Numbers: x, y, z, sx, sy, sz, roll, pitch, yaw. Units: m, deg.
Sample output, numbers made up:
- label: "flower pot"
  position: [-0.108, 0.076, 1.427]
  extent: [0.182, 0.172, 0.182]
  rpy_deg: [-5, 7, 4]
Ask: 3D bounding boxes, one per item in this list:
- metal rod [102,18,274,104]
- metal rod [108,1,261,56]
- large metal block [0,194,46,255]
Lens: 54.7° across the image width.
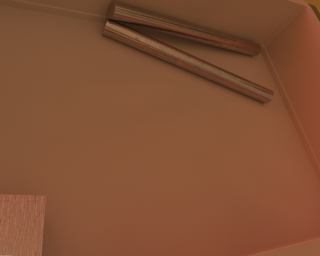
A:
- label: "metal rod"
  position: [0.055, -0.102, 0.499]
  extent: [0.302, 0.025, 0.025]
  rpy_deg: [19, 54, -17]
- label: "metal rod"
  position: [0.059, -0.160, 0.521]
  extent: [0.302, 0.025, 0.025]
  rpy_deg: [4, 60, -32]
- label: "large metal block"
  position: [-0.142, 0.100, 0.252]
  extent: [0.081, 0.050, 0.080]
  rpy_deg: [8, 58, -25]
